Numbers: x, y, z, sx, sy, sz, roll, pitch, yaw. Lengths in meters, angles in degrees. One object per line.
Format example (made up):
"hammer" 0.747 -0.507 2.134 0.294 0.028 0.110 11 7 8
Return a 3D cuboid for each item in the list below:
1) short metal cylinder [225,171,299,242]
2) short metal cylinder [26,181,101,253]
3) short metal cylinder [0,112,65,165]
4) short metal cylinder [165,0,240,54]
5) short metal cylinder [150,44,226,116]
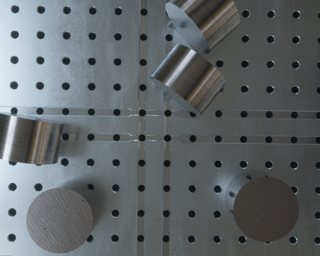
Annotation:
"short metal cylinder" 0.130 0.099 0.403 0.081 0.050 0.079 0 90 -1
"short metal cylinder" -0.121 0.112 0.399 0.081 0.050 0.079 0 90 -1
"short metal cylinder" -0.164 0.012 0.384 0.080 0.080 0.050 11 90 -1
"short metal cylinder" 0.053 -0.140 0.387 0.050 0.080 0.080 -43 91 0
"short metal cylinder" 0.034 -0.059 0.386 0.080 0.080 0.050 38 90 -1
